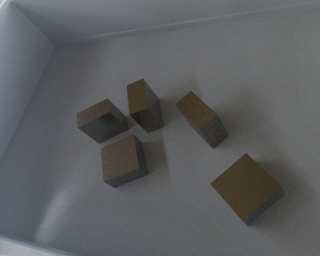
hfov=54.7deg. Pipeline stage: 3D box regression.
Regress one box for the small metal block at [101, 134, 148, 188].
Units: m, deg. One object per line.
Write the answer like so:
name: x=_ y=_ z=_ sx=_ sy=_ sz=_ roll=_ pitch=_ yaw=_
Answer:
small metal block: x=-0.047 y=0.043 z=0.402 sx=0.050 sy=0.025 sz=0.050 roll=-23 pitch=53 yaw=14

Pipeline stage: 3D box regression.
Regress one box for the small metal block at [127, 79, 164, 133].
small metal block: x=-0.020 y=-0.029 z=0.416 sx=0.025 sy=0.050 sz=0.050 roll=-21 pitch=54 yaw=16

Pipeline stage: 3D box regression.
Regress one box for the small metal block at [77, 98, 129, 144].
small metal block: x=-0.080 y=-0.009 z=0.435 sx=0.050 sy=0.050 sz=0.025 roll=-25 pitch=53 yaw=13

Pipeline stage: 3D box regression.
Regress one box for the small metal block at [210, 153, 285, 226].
small metal block: x=0.090 y=0.063 z=0.320 sx=0.050 sy=0.025 sz=0.050 roll=-41 pitch=51 yaw=0

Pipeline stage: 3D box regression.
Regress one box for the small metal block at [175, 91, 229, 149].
small metal block: x=0.050 y=-0.009 z=0.368 sx=0.025 sy=0.050 sz=0.050 roll=-41 pitch=51 yaw=1
